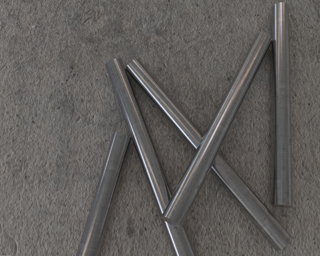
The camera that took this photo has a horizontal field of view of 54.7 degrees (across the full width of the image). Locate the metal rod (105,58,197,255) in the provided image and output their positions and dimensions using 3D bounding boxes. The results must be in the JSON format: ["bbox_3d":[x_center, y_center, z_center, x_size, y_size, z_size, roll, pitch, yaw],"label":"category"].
[{"bbox_3d":[-0.013,0.040,0.393,0.025,0.025,0.299,-19,71,-7],"label":"metal rod"}]

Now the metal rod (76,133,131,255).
[{"bbox_3d":[-0.083,0.148,0.353,0.025,0.025,0.299,12,70,4],"label":"metal rod"}]

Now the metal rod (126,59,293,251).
[{"bbox_3d":[0.053,0.023,0.399,0.025,0.025,0.300,-36,74,-12],"label":"metal rod"}]

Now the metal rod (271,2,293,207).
[{"bbox_3d":[0.166,-0.045,0.425,0.025,0.025,0.299,7,70,2],"label":"metal rod"}]

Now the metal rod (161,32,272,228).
[{"bbox_3d":[0.083,-0.016,0.393,0.025,0.025,0.300,27,64,9],"label":"metal rod"}]
